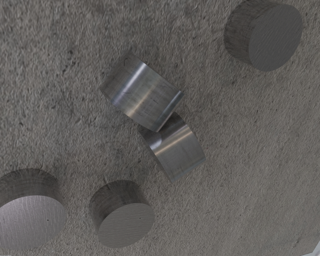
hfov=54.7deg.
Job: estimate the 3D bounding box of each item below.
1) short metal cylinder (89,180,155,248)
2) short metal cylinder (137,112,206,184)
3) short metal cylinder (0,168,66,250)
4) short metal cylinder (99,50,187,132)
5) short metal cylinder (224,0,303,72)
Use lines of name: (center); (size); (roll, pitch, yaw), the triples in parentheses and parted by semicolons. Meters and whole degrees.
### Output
short metal cylinder: (-0.054, 0.120, 0.435); (0.081, 0.050, 0.079); (-14, 124, -21)
short metal cylinder: (0.014, 0.024, 0.393); (0.050, 0.080, 0.080); (-33, 129, -7)
short metal cylinder: (-0.156, 0.095, 0.364); (0.081, 0.050, 0.079); (-14, 124, -21)
short metal cylinder: (-0.018, -0.040, 0.337); (0.080, 0.080, 0.050); (31, 101, -38)
short metal cylinder: (0.128, -0.117, 0.388); (0.081, 0.050, 0.079); (-14, 124, -21)
